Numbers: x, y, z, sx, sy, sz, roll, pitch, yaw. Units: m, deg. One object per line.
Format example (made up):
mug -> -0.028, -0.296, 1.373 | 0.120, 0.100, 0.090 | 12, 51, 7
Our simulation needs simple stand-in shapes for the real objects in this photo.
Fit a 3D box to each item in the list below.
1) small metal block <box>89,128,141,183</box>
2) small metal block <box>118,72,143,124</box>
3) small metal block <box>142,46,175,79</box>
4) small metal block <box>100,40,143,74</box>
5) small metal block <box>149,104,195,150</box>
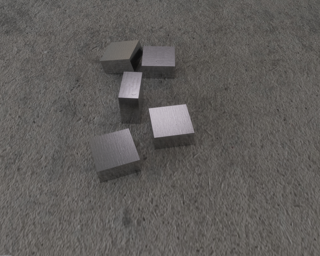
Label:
small metal block -> -0.055, 0.033, 0.375 | 0.050, 0.025, 0.050 | -15, 52, -12
small metal block -> -0.038, -0.041, 0.421 | 0.025, 0.050, 0.050 | 3, 50, 2
small metal block -> -0.002, -0.104, 0.491 | 0.050, 0.025, 0.050 | 1, 50, 0
small metal block -> -0.059, -0.112, 0.489 | 0.050, 0.025, 0.050 | 1, 48, 20
small metal block -> 0.014, -0.002, 0.405 | 0.050, 0.025, 0.050 | -7, 50, -6
